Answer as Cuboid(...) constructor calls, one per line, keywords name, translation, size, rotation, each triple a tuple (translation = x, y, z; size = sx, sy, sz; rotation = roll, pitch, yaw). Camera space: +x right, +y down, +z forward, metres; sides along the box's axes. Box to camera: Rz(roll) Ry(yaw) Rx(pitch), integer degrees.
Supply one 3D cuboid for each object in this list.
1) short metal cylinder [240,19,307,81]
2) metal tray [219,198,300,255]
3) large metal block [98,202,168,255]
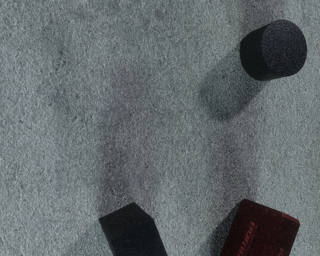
Cuboid(name="short metal cylinder", translation=(0.167, -0.112, 0.457), size=(0.081, 0.050, 0.080), rotation=(0, 90, -20))
Cuboid(name="metal tray", translation=(0.126, 0.170, 0.421), size=(0.030, 0.090, 0.130), rotation=(27, 81, -18))
Cuboid(name="large metal block", translation=(-0.029, 0.144, 0.370), size=(0.050, 0.080, 0.080), rotation=(-23, 98, -19))
